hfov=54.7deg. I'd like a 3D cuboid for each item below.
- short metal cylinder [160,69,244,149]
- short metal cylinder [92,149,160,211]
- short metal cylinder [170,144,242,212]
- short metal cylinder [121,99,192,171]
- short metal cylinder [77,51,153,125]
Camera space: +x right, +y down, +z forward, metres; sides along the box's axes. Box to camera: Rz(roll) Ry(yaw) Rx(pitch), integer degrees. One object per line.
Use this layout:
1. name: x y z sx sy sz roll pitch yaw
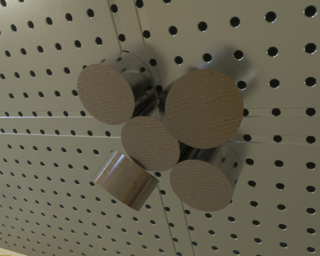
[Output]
1. short metal cylinder: 0.042 -0.020 0.333 0.081 0.050 0.079 0 93 -7
2. short metal cylinder: -0.047 0.073 0.436 0.080 0.050 0.080 35 171 7
3. short metal cylinder: 0.059 0.060 0.400 0.080 0.050 0.079 13 124 20
4. short metal cylinder: -0.003 0.009 0.400 0.080 0.050 0.079 13 124 20
5. short metal cylinder: -0.056 -0.050 0.391 0.080 0.050 0.079 13 124 20
